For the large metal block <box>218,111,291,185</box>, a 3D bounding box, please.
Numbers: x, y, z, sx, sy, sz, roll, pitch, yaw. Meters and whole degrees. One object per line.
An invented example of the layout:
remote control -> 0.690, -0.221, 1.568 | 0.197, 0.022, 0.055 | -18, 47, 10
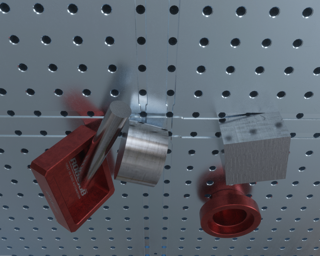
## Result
large metal block -> 0.125, 0.029, 0.421 | 0.080, 0.050, 0.080 | -8, 130, 6

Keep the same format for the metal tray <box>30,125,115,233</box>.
metal tray -> -0.113, 0.072, 0.428 | 0.030, 0.090, 0.129 | 23, 138, 29

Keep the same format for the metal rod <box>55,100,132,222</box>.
metal rod -> -0.107, 0.068, 0.442 | 0.025, 0.025, 0.298 | 20, 135, -17

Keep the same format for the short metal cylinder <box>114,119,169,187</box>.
short metal cylinder -> -0.025, 0.033, 0.403 | 0.050, 0.080, 0.079 | 14, 129, -12

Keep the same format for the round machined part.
round machined part -> 0.116, 0.141, 0.521 | 0.099, 0.042, 0.097 | 0, 130, 0
